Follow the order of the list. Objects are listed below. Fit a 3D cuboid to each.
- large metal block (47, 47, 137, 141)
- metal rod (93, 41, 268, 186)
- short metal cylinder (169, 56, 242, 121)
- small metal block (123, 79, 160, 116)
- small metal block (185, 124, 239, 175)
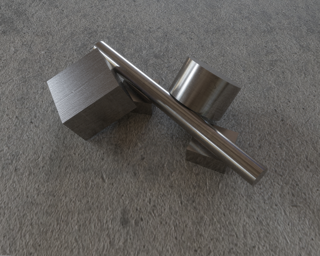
[{"bbox_3d":[-0.089,-0.044,0.403,0.080,0.050,0.080,-34,55,3],"label":"large metal block"},{"bbox_3d":[0.007,-0.034,0.401,0.025,0.025,0.300,-34,58,-25],"label":"metal rod"},{"bbox_3d":[0.059,-0.052,0.407,0.080,0.050,0.080,28,18,-10],"label":"short metal cylinder"},{"bbox_3d":[-0.031,-0.047,0.444,0.050,0.025,0.050,10,51,7],"label":"small metal block"},{"bbox_3d":[0.065,0.024,0.386,0.050,0.025,0.050,19,52,15],"label":"small metal block"}]
